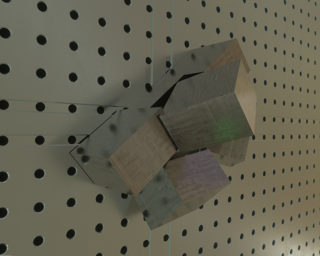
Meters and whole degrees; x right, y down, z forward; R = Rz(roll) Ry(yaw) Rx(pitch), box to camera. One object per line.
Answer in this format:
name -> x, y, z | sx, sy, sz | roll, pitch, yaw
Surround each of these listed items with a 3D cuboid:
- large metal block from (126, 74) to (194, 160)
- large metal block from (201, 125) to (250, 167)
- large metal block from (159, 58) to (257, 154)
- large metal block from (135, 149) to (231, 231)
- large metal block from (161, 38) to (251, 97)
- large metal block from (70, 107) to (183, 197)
large metal block -> 0.010, -0.011, 0.402 | 0.080, 0.050, 0.080 | -47, 118, -30
large metal block -> 0.093, 0.007, 0.441 | 0.050, 0.080, 0.080 | 15, 77, 3
large metal block -> 0.056, -0.025, 0.337 | 0.050, 0.080, 0.080 | 60, 31, -23
large metal block -> 0.026, 0.076, 0.385 | 0.081, 0.080, 0.050 | -11, 61, -39
large metal block -> 0.062, -0.073, 0.424 | 0.080, 0.080, 0.050 | -47, 119, -30
large metal block -> -0.037, 0.022, 0.340 | 0.080, 0.080, 0.050 | -46, 118, -30
